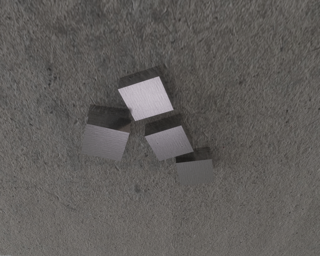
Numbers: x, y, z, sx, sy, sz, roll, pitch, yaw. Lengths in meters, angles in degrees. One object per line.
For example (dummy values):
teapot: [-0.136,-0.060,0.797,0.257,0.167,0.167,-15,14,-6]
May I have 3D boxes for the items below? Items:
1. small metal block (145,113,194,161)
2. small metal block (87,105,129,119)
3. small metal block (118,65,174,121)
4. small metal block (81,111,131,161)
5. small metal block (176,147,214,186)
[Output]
small metal block: [0.013,0.013,0.419,0.050,0.025,0.050,-17,128,14]
small metal block: [-0.068,0.000,0.406,0.050,0.025,0.050,6,130,-6]
small metal block: [-0.016,-0.041,0.372,0.050,0.025,0.050,-16,129,13]
small metal block: [-0.067,0.011,0.383,0.050,0.025,0.050,13,129,-11]
small metal block: [0.051,0.057,0.456,0.050,0.025,0.050,-7,130,6]
